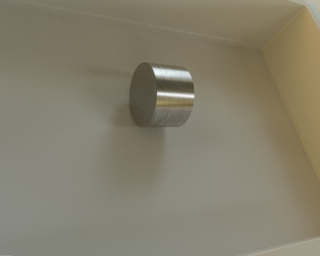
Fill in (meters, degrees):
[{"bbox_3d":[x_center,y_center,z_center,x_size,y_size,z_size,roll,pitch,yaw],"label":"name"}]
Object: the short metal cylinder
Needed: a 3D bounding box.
[{"bbox_3d":[0.000,-0.041,0.394,0.050,0.080,0.080,0,62,-29],"label":"short metal cylinder"}]
